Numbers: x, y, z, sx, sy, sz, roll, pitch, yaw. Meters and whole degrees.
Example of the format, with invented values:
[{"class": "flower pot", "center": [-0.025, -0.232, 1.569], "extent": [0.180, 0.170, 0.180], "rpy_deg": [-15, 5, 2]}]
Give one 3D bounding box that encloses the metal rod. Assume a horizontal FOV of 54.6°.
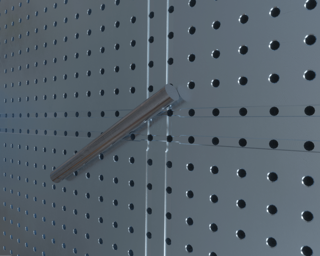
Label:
[{"class": "metal rod", "center": [-0.087, 0.021, 0.482], "extent": [0.299, 0.025, 0.025], "rpy_deg": [-33, 69, 35]}]
